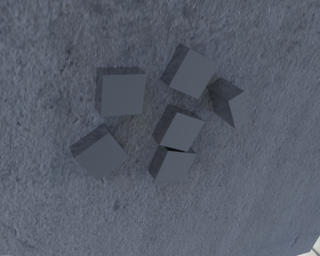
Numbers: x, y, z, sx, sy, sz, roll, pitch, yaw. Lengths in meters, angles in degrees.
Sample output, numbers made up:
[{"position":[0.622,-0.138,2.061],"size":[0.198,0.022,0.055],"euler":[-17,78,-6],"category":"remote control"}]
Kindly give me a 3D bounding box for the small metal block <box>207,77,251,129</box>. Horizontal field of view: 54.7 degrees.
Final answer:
[{"position":[0.094,-0.034,0.423],"size":[0.025,0.050,0.050],"euler":[-32,129,-8],"category":"small metal block"}]

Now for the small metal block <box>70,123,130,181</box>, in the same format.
[{"position":[-0.074,0.030,0.386],"size":[0.050,0.025,0.050],"euler":[-37,130,-4],"category":"small metal block"}]

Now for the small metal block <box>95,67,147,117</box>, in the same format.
[{"position":[-0.046,-0.042,0.357],"size":[0.050,0.025,0.050],"euler":[-6,121,-26],"category":"small metal block"}]

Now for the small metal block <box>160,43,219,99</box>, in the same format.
[{"position":[0.036,-0.070,0.385],"size":[0.050,0.025,0.050],"euler":[18,109,-36],"category":"small metal block"}]

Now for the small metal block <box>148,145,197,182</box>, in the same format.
[{"position":[0.018,0.050,0.449],"size":[0.050,0.025,0.050],"euler":[9,114,-33],"category":"small metal block"}]

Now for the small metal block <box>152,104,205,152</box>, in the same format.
[{"position":[0.025,0.001,0.423],"size":[0.050,0.025,0.050],"euler":[16,110,-35],"category":"small metal block"}]
